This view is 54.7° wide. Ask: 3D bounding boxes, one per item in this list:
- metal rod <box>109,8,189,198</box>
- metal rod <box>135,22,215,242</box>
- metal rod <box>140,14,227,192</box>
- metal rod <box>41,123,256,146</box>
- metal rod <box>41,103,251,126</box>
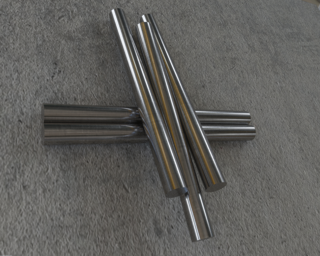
[{"bbox_3d":[-0.024,-0.053,0.399,0.025,0.025,0.299,0,54,-29],"label":"metal rod"},{"bbox_3d":[0.011,-0.014,0.388,0.025,0.025,0.299,0,62,-29],"label":"metal rod"},{"bbox_3d":[0.021,-0.054,0.424,0.025,0.025,0.299,0,54,-29],"label":"metal rod"},{"bbox_3d":[0.006,0.007,0.407,0.303,0.025,0.025,0,62,-29],"label":"metal rod"},{"bbox_3d":[0.002,-0.015,0.418,0.303,0.025,0.025,0,62,-29],"label":"metal rod"}]
